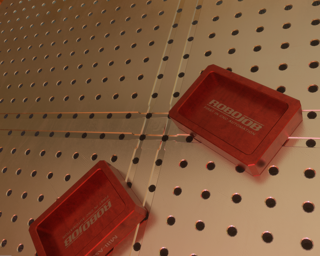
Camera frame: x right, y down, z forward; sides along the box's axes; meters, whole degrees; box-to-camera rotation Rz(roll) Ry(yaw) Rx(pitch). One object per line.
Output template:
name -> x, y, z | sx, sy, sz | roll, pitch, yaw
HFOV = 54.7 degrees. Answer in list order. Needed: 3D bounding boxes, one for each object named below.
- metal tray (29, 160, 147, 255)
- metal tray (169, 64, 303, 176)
metal tray -> -0.091, 0.114, 0.380 | 0.130, 0.030, 0.090 | -43, 51, -2
metal tray -> 0.085, -0.015, 0.368 | 0.130, 0.030, 0.090 | 34, 81, 38
